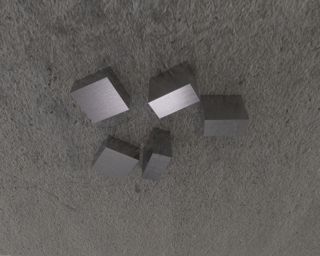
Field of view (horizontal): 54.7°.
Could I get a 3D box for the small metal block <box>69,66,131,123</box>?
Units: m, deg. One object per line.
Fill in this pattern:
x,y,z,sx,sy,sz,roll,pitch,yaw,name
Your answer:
-0.071,-0.039,0.373,0.050,0.025,0.050,-20,128,16,small metal block

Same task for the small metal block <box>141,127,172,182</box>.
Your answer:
-0.005,0.036,0.421,0.025,0.050,0.050,15,129,-12,small metal block

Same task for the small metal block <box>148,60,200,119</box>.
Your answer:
0.015,-0.044,0.353,0.050,0.050,0.025,-23,126,18,small metal block

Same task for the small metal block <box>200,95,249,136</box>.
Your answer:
0.076,-0.016,0.378,0.050,0.050,0.025,-1,130,0,small metal block

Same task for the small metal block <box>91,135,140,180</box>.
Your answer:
-0.063,0.043,0.443,0.050,0.025,0.050,25,126,-20,small metal block
